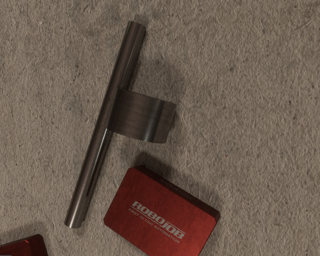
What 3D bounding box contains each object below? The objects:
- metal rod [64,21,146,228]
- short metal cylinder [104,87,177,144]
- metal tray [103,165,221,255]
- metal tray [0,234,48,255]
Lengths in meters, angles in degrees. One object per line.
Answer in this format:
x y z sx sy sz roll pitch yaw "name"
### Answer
-0.079 0.000 0.435 0.025 0.025 0.298 21 97 18 "metal rod"
-0.024 -0.017 0.387 0.080 0.080 0.050 18 96 19 "short metal cylinder"
0.000 0.118 0.405 0.130 0.030 0.090 29 99 17 "metal tray"
-0.234 0.228 0.486 0.130 0.030 0.090 -21 83 18 "metal tray"
